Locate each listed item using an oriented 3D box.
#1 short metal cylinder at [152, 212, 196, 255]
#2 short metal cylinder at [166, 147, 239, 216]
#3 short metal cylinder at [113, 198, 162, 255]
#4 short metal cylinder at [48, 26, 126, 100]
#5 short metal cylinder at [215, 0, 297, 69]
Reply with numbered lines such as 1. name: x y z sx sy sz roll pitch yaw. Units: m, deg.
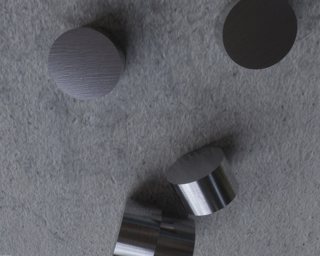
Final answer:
1. short metal cylinder: 0.014 0.164 0.441 0.050 0.080 0.079 14 110 -6
2. short metal cylinder: 0.056 0.068 0.406 0.080 0.080 0.050 -25 108 8
3. short metal cylinder: -0.032 0.143 0.433 0.050 0.080 0.079 14 109 -5
4. short metal cylinder: -0.083 -0.078 0.367 0.081 0.050 0.079 0 110 -1
5. short metal cylinder: 0.107 -0.112 0.357 0.081 0.050 0.079 0 110 -1
